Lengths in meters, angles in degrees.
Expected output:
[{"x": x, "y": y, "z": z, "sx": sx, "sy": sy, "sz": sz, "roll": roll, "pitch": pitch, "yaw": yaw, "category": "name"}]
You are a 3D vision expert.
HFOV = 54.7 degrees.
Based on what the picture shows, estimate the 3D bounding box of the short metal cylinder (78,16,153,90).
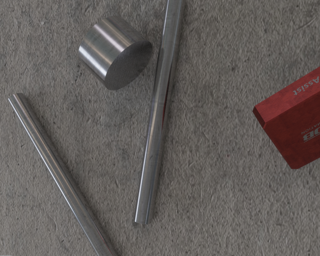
[{"x": -0.056, "y": -0.095, "z": 0.400, "sx": 0.050, "sy": 0.080, "sz": 0.080, "roll": 44, "pitch": 104, "yaw": 14, "category": "short metal cylinder"}]

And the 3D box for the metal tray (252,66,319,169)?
[{"x": 0.173, "y": -0.019, "z": 0.314, "sx": 0.130, "sy": 0.090, "sz": 0.030, "roll": -33, "pitch": 37, "yaw": 17, "category": "metal tray"}]

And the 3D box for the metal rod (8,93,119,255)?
[{"x": -0.145, "y": 0.074, "z": 0.459, "sx": 0.025, "sy": 0.025, "sz": 0.299, "roll": -37, "pitch": 78, "yaw": 16, "category": "metal rod"}]

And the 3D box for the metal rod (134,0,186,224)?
[{"x": -0.001, "y": -0.023, "z": 0.409, "sx": 0.025, "sy": 0.025, "sz": 0.298, "roll": 10, "pitch": 93, "yaw": 19, "category": "metal rod"}]
